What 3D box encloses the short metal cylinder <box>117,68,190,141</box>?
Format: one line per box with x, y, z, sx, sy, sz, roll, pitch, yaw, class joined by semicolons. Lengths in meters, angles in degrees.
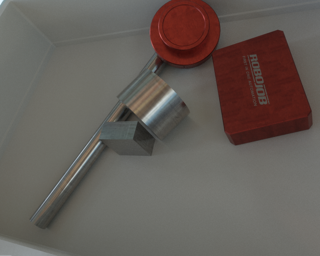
-0.009;-0.029;0.391;0.050;0.080;0.080;-45;51;-3;short metal cylinder

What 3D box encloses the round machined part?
0.034;-0.135;0.430;0.099;0.042;0.097;0;87;7;round machined part

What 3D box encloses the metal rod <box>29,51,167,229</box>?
-0.077;0.007;0.440;0.025;0.025;0.300;27;76;37;metal rod

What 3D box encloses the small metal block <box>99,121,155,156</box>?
-0.041;0.014;0.401;0.050;0.050;0.025;-1;62;27;small metal block

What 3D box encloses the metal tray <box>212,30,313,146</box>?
0.117;-0.051;0.372;0.090;0.030;0.130;-15;56;19;metal tray
